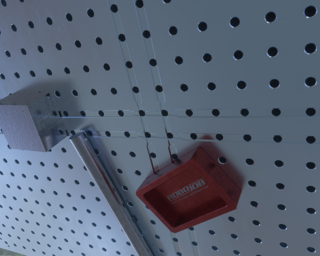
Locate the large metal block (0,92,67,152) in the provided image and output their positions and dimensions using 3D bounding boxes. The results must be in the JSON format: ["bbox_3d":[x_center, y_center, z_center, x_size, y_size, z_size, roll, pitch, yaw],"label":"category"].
[{"bbox_3d":[-0.208,-0.011,0.495,0.080,0.050,0.079,3,120,26],"label":"large metal block"}]

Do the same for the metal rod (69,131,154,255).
[{"bbox_3d":[-0.071,0.139,0.532,0.025,0.025,0.299,-12,112,33],"label":"metal rod"}]

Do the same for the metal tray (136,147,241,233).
[{"bbox_3d":[0.037,0.094,0.445,0.090,0.030,0.129,48,128,-6],"label":"metal tray"}]
